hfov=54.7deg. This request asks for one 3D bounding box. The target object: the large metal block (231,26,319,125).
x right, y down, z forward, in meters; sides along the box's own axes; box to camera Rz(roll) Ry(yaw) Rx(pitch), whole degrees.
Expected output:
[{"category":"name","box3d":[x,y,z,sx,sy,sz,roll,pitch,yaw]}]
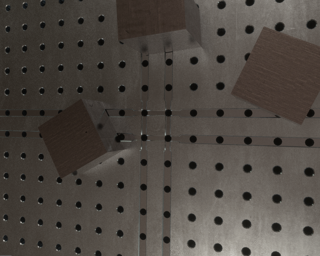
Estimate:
[{"category":"large metal block","box3d":[0.138,-0.056,0.351,0.080,0.050,0.080,27,99,17]}]

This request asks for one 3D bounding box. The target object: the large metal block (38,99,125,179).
[{"category":"large metal block","box3d":[-0.110,0.015,0.437,0.080,0.050,0.080,-30,81,17]}]

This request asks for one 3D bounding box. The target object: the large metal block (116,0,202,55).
[{"category":"large metal block","box3d":[0.002,-0.129,0.382,0.080,0.080,0.050,-4,89,19]}]
